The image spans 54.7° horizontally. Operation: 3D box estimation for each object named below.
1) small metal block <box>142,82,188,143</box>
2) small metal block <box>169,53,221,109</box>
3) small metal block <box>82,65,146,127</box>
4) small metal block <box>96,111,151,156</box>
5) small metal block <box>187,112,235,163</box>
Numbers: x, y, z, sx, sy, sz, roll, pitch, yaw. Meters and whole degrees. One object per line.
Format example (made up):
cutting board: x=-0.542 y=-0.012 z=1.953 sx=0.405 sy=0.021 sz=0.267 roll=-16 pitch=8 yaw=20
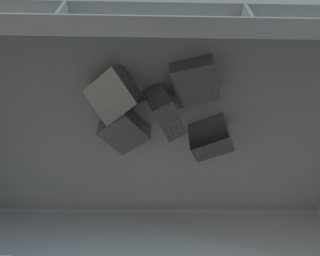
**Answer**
small metal block: x=0.006 y=-0.019 z=0.373 sx=0.025 sy=0.050 sz=0.050 roll=-28 pitch=127 yaw=0
small metal block: x=0.041 y=-0.054 z=0.363 sx=0.050 sy=0.025 sz=0.050 roll=-11 pitch=130 yaw=9
small metal block: x=-0.053 y=-0.038 z=0.361 sx=0.050 sy=0.025 sz=0.050 roll=-34 pitch=90 yaw=25
small metal block: x=-0.047 y=0.003 z=0.411 sx=0.050 sy=0.025 sz=0.050 roll=-31 pitch=124 yaw=23
small metal block: x=0.065 y=0.012 z=0.403 sx=0.050 sy=0.050 sz=0.025 roll=-20 pitch=127 yaw=16
